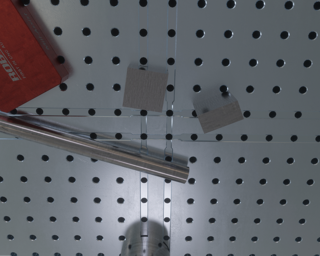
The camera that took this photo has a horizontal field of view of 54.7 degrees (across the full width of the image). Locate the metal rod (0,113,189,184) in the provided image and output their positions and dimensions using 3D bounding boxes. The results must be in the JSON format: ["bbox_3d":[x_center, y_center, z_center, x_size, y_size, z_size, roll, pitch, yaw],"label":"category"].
[{"bbox_3d":[-0.106,0.024,0.421,0.302,0.025,0.025,17,109,-6],"label":"metal rod"}]

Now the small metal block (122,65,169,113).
[{"bbox_3d":[-0.018,-0.051,0.394,0.050,0.025,0.050,9,110,-4],"label":"small metal block"}]

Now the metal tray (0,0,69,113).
[{"bbox_3d":[-0.186,-0.095,0.374,0.090,0.030,0.130,-27,108,9],"label":"metal tray"}]

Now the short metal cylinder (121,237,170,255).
[{"bbox_3d":[-0.024,0.218,0.480,0.081,0.050,0.079,0,110,0],"label":"short metal cylinder"}]

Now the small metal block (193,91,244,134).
[{"bbox_3d":[0.072,-0.021,0.393,0.050,0.050,0.025,-21,109,7],"label":"small metal block"}]
